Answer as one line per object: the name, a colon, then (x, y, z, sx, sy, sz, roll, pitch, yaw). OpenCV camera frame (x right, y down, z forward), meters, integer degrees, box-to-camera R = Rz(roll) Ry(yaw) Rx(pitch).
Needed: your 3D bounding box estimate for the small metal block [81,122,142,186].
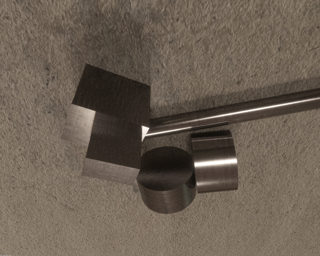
small metal block: (-0.046, 0.025, 0.306, 0.050, 0.050, 0.025, 14, 129, -12)

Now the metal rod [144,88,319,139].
metal rod: (0.075, -0.015, 0.395, 0.301, 0.025, 0.025, -10, 130, 8)

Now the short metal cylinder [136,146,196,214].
short metal cylinder: (0.009, 0.071, 0.432, 0.080, 0.080, 0.050, -6, 130, 5)

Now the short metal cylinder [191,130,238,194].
short metal cylinder: (0.070, 0.044, 0.410, 0.050, 0.080, 0.080, -7, 130, 5)

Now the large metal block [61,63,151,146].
large metal block: (-0.058, -0.020, 0.353, 0.081, 0.080, 0.050, 18, 128, -15)
